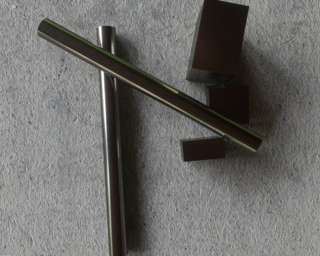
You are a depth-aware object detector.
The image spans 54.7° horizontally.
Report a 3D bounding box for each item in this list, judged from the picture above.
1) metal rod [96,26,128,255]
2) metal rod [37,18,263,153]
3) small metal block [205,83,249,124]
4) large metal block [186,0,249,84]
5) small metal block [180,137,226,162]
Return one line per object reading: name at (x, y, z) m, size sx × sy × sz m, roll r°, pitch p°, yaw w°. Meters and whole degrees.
metal rod at (-0.063, 0.018, 0.409) m, size 0.025 × 0.025 × 0.298 m, roll -3°, pitch 90°, yaw -1°
metal rod at (-0.012, -0.052, 0.383) m, size 0.301 × 0.025 × 0.025 m, roll 29°, pitch 90°, yaw 0°
small metal block at (0.087, -0.031, 0.405) m, size 0.050 × 0.025 × 0.050 m, roll -5°, pitch 107°, yaw -1°
large metal block at (0.067, -0.101, 0.383) m, size 0.050 × 0.080 × 0.080 m, roll 11°, pitch 90°, yaw 0°
small metal block at (0.053, 0.026, 0.398) m, size 0.050 × 0.050 × 0.025 m, roll -5°, pitch 90°, yaw 0°
